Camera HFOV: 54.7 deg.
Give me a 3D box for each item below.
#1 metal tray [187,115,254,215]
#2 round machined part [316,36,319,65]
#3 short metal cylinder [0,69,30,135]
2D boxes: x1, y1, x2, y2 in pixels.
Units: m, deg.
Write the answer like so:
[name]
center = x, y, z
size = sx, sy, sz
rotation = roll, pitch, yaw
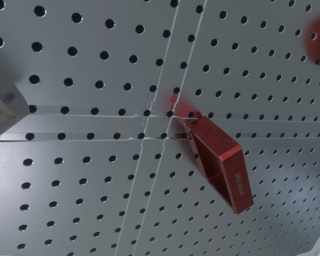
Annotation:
[metal tray]
center = 0.089, 0.055, 0.451
size = 0.030, 0.090, 0.129
rotation = -30, 129, -9
[round machined part]
center = 0.297, -0.133, 0.481
size = 0.099, 0.042, 0.097
rotation = -14, 124, -21
[short metal cylinder]
center = -0.163, -0.027, 0.270
size = 0.050, 0.080, 0.080
rotation = -38, 129, -3
